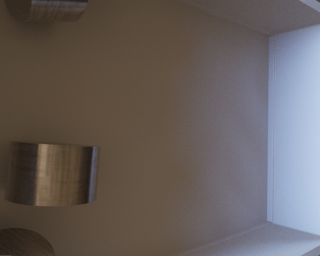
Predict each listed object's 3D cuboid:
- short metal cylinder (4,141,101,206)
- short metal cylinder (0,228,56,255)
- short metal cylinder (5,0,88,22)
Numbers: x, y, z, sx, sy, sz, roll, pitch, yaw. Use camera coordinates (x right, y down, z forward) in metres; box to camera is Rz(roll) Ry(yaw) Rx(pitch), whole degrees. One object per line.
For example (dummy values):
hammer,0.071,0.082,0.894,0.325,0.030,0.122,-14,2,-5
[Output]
short metal cylinder,-0.098,0.040,0.290,0.081,0.080,0.050,7,86,-40
short metal cylinder,-0.127,0.132,0.256,0.081,0.080,0.050,-23,139,-38
short metal cylinder,-0.107,-0.138,0.282,0.050,0.080,0.079,-16,101,-39
